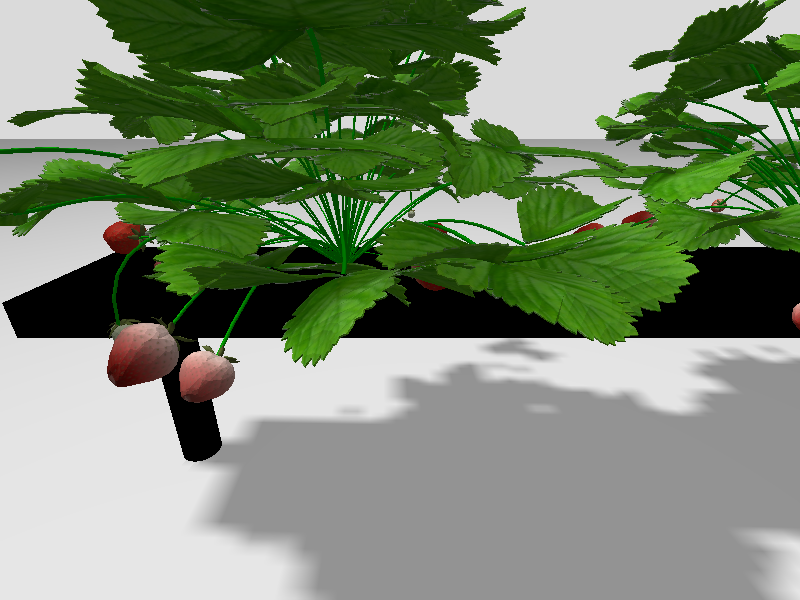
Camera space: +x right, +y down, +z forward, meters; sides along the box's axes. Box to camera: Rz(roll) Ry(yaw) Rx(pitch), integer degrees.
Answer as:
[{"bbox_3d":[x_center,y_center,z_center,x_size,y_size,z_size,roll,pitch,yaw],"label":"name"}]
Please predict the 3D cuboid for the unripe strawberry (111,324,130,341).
[{"bbox_3d":[-0.162,0.021,0.237,0.015,0.015,0.013,18,29,35],"label":"unripe strawberry"}]

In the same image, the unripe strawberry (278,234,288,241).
[{"bbox_3d":[-0.131,-0.070,0.448,0.011,0.010,0.011,-20,-22,-38],"label":"unripe strawberry"}]

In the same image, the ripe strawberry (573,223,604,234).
[{"bbox_3d":[0.188,-0.061,0.401,0.035,0.034,0.032,2,24,11],"label":"ripe strawberry"}]

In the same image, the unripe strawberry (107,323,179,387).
[{"bbox_3d":[-0.130,0.028,0.201,0.030,0.032,0.033,10,41,22],"label":"unripe strawberry"}]

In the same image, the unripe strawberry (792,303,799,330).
[{"bbox_3d":[0.256,0.012,0.245,0.026,0.023,0.023,24,59,43],"label":"unripe strawberry"}]

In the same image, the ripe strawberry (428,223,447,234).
[{"bbox_3d":[0.041,-0.075,0.442,0.026,0.022,0.026,-20,31,-39],"label":"ripe strawberry"}]

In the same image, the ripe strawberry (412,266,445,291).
[{"bbox_3d":[0.033,-0.028,0.319,0.043,0.043,0.040,14,27,27],"label":"ripe strawberry"}]

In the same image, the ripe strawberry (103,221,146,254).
[{"bbox_3d":[-0.278,-0.064,0.404,0.038,0.033,0.038,4,24,11],"label":"ripe strawberry"}]

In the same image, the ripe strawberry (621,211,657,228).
[{"bbox_3d":[0.270,-0.084,0.454,0.035,0.035,0.033,17,29,34],"label":"ripe strawberry"}]

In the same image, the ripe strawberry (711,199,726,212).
[{"bbox_3d":[0.471,-0.139,0.593,0.017,0.020,0.019,6,1,14],"label":"ripe strawberry"}]

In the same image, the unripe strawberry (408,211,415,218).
[{"bbox_3d":[0.015,-0.117,0.549,0.011,0.010,0.010,7,25,16],"label":"unripe strawberry"}]

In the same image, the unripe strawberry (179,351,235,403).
[{"bbox_3d":[-0.093,0.037,0.189,0.025,0.021,0.025,5,40,12],"label":"unripe strawberry"}]
